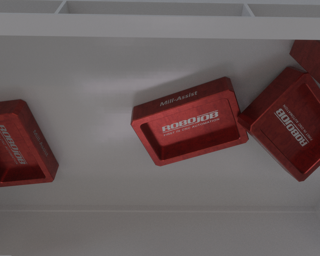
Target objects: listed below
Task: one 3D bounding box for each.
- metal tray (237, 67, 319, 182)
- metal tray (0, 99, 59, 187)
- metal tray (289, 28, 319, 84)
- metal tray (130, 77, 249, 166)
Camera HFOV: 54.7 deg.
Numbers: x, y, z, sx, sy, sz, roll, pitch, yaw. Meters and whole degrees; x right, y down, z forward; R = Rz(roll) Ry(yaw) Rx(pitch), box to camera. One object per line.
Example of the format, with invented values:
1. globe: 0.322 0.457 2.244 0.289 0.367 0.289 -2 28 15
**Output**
1. metal tray: 0.169 -0.001 0.385 0.090 0.030 0.130 -47 119 6
2. metal tray: -0.207 0.026 0.425 0.090 0.030 0.129 -6 130 5
3. metal tray: 0.212 -0.063 0.312 0.131 0.090 0.030 8 123 -7
4. metal tray: 0.039 -0.004 0.402 0.130 0.030 0.090 -17 128 14
